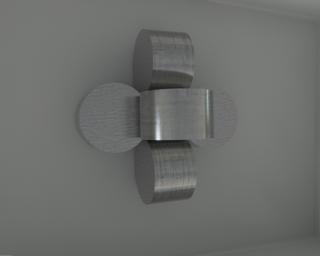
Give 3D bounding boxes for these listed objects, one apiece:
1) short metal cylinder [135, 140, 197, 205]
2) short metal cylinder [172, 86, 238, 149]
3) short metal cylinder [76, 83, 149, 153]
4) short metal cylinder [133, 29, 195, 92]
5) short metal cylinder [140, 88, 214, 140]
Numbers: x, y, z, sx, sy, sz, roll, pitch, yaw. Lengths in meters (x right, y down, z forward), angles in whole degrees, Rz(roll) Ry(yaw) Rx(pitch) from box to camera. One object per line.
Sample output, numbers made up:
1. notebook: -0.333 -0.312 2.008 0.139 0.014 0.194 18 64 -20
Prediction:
1. short metal cylinder: 0.004 0.051 0.381 0.050 0.080 0.080 -2 91 -21
2. short metal cylinder: 0.056 -0.013 0.415 0.081 0.050 0.080 0 90 -20
3. short metal cylinder: -0.058 -0.012 0.374 0.081 0.050 0.080 0 90 -20
4. short metal cylinder: 0.002 -0.078 0.380 0.050 0.080 0.080 -2 91 -21
5. short metal cylinder: 0.019 -0.014 0.339 0.081 0.080 0.050 -1 90 -20
